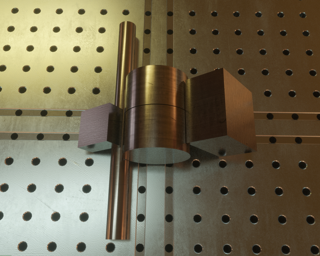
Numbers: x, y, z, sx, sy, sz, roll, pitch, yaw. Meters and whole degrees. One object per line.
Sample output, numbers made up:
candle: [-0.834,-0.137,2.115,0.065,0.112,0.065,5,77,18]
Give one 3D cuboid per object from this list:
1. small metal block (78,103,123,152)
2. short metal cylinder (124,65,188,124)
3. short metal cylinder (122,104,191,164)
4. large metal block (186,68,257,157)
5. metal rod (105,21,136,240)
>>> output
small metal block: [-0.076,0.000,0.395,0.050,0.025,0.050,-13,65,32]
short metal cylinder: [-0.004,-0.037,0.392,0.081,0.080,0.050,0,70,0]
short metal cylinder: [-0.004,0.010,0.374,0.081,0.080,0.050,0,70,0]
large metal block: [0.075,-0.015,0.377,0.050,0.080,0.080,-14,66,36]
metal rod: [-0.049,-0.011,0.411,0.025,0.025,0.299,1,70,0]
